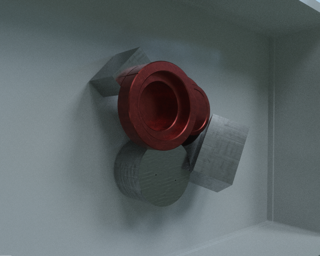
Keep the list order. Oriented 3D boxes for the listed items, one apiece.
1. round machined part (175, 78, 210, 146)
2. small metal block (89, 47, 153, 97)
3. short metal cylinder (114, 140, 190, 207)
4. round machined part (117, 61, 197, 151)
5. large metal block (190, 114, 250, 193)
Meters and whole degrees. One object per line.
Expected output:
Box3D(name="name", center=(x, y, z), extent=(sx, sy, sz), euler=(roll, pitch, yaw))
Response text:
Box3D(name="round machined part", center=(0.030, -0.024, 0.418), extent=(0.099, 0.042, 0.097), euler=(0, 90, -40))
Box3D(name="small metal block", center=(-0.044, -0.063, 0.352), extent=(0.025, 0.050, 0.050), euler=(52, 60, -28))
Box3D(name="short metal cylinder", center=(-0.009, 0.052, 0.383), extent=(0.081, 0.050, 0.079), euler=(0, 90, -40))
Box3D(name="round machined part", center=(-0.007, -0.024, 0.351), extent=(0.099, 0.042, 0.097), euler=(0, 90, -40))
Box3D(name="large metal block", center=(0.076, 0.038, 0.426), extent=(0.050, 0.080, 0.080), euler=(21, 72, 4))
